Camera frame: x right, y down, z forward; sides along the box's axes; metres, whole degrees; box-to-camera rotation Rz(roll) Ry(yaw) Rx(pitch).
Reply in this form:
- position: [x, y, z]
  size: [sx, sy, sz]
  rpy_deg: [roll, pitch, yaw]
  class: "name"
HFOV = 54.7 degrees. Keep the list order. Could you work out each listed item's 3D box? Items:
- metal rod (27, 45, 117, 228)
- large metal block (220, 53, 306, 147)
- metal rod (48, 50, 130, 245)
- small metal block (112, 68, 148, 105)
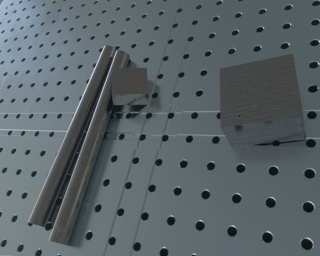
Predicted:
- position: [-0.125, -0.002, 0.472]
  size: [0.025, 0.025, 0.300]
  rpy_deg: [3, 63, 29]
  class: "metal rod"
- position: [0.114, -0.029, 0.350]
  size: [0.080, 0.050, 0.080]
  rpy_deg: [-8, 58, 23]
  class: "large metal block"
- position: [-0.095, 0.011, 0.448]
  size: [0.025, 0.025, 0.300]
  rpy_deg: [0, 61, 28]
  class: "metal rod"
- position: [-0.044, -0.061, 0.454]
  size: [0.050, 0.025, 0.050]
  rpy_deg: [-1, 57, -4]
  class: "small metal block"
